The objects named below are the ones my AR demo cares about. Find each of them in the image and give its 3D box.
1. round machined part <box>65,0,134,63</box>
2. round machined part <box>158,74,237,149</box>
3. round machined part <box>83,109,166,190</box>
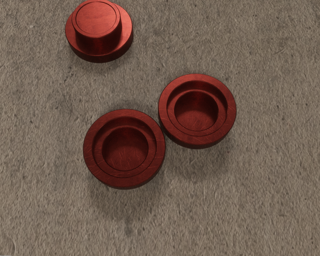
[{"bbox_3d":[-0.089,-0.148,0.452,0.099,0.042,0.098,0,70,-1],"label":"round machined part"},{"bbox_3d":[0.047,-0.019,0.406,0.099,0.042,0.098,0,70,-1],"label":"round machined part"},{"bbox_3d":[-0.043,0.029,0.388,0.099,0.042,0.098,0,70,-1],"label":"round machined part"}]
